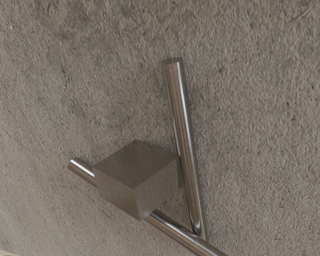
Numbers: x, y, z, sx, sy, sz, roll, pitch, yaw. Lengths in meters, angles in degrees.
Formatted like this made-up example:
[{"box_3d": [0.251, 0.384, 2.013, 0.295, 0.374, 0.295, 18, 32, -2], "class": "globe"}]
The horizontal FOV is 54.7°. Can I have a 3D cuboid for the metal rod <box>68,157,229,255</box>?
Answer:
[{"box_3d": [-0.020, 0.129, 0.473, 0.301, 0.025, 0.025, 29, 128, 17], "class": "metal rod"}]

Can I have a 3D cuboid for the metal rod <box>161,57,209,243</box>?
[{"box_3d": [0.039, 0.054, 0.418, 0.025, 0.025, 0.298, 3, 120, 26], "class": "metal rod"}]

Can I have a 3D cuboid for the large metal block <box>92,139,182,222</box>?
[{"box_3d": [-0.029, 0.065, 0.412, 0.080, 0.081, 0.050, 19, 128, 39], "class": "large metal block"}]
